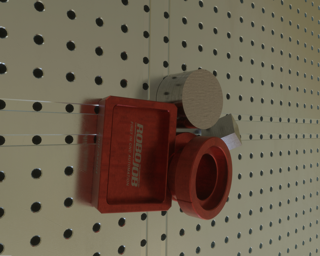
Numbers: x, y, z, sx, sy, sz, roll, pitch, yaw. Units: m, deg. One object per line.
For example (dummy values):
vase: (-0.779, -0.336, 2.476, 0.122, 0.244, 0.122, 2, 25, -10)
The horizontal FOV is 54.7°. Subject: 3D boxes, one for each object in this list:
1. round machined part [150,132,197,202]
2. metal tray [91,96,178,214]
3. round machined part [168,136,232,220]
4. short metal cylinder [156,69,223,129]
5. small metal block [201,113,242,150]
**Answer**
round machined part: (0.037, 0.054, 0.430, 0.099, 0.042, 0.097, 0, 90, -40)
metal tray: (-0.029, 0.032, 0.369, 0.091, 0.030, 0.129, 5, 87, -26)
round machined part: (0.046, 0.058, 0.377, 0.099, 0.042, 0.097, -4, 95, -50)
short metal cylinder: (0.042, -0.038, 0.430, 0.081, 0.050, 0.079, 0, 90, -40)
small metal block: (0.090, 0.011, 0.458, 0.025, 0.050, 0.050, 55, 23, -27)
